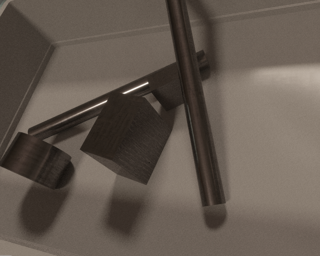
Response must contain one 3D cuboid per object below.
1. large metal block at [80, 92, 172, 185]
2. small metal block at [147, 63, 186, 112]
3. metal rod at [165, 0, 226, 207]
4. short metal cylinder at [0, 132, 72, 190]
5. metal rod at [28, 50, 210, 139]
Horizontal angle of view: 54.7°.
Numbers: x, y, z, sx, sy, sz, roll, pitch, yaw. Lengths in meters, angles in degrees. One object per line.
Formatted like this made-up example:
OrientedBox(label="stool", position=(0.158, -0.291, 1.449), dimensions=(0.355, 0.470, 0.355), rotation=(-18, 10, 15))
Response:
OrientedBox(label="large metal block", position=(-0.037, 0.014, 0.380), dimensions=(0.050, 0.080, 0.080), rotation=(13, 69, 33))
OrientedBox(label="small metal block", position=(0.018, -0.054, 0.412), dimensions=(0.050, 0.050, 0.025), rotation=(-25, 53, 13))
OrientedBox(label="metal rod", position=(0.035, -0.061, 0.365), dimensions=(0.025, 0.025, 0.299), rotation=(-14, 74, 20))
OrientedBox(label="short metal cylinder", position=(-0.172, 0.047, 0.430), dimensions=(0.080, 0.080, 0.050), rotation=(12, 68, 32))
OrientedBox(label="metal rod", position=(-0.071, -0.043, 0.467), dimensions=(0.301, 0.025, 0.025), rotation=(-22, 54, 14))
